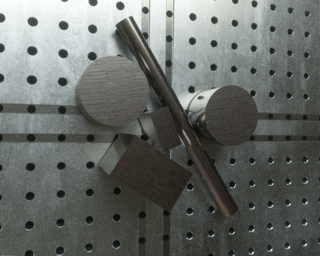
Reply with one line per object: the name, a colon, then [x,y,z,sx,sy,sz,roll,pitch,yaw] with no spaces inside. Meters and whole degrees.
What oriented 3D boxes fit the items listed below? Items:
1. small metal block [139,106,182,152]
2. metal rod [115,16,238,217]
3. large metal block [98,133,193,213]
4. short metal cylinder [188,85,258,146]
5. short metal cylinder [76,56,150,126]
small metal block: [-0.001,0.001,0.395,0.025,0.050,0.050,-23,98,-19]
metal rod: [0.028,-0.008,0.419,0.025,0.025,0.299,-33,101,-17]
large metal block: [-0.021,0.050,0.371,0.080,0.080,0.050,36,79,-16]
short metal cylinder: [0.086,-0.016,0.427,0.081,0.050,0.079,0,90,-20]
short metal cylinder: [-0.059,-0.042,0.374,0.081,0.050,0.079,0,90,-20]
